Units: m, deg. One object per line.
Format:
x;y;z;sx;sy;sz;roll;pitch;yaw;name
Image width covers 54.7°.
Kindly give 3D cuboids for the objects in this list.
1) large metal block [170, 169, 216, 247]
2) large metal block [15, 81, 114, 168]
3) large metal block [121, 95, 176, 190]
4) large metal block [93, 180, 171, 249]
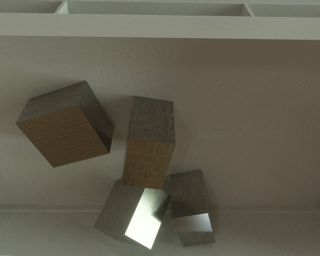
0.050;0.124;0.478;0.050;0.080;0.080;-11;129;9;large metal block
-0.114;-0.003;0.389;0.080;0.050;0.080;-15;129;12;large metal block
-0.015;0.018;0.388;0.050;0.080;0.079;9;130;-7;large metal block
-0.041;0.124;0.459;0.080;0.080;0.050;-10;137;47;large metal block
